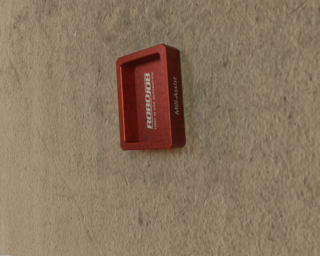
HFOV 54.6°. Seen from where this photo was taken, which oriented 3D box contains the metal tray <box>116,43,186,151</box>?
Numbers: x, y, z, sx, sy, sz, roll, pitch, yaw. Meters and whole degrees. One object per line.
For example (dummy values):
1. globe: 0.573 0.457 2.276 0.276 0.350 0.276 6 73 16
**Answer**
1. metal tray: -0.015 -0.037 0.414 0.090 0.030 0.129 -6 86 40
